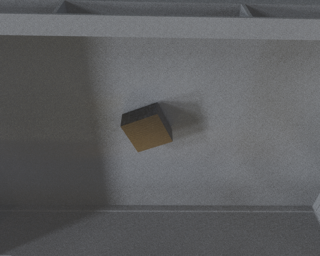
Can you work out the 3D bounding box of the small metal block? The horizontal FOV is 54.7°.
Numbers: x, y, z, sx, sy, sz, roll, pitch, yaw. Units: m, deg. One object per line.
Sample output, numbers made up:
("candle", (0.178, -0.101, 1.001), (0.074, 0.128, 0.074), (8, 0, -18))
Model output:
("small metal block", (-0.016, 0.000, 0.404), (0.050, 0.025, 0.050), (-18, 128, 14))
